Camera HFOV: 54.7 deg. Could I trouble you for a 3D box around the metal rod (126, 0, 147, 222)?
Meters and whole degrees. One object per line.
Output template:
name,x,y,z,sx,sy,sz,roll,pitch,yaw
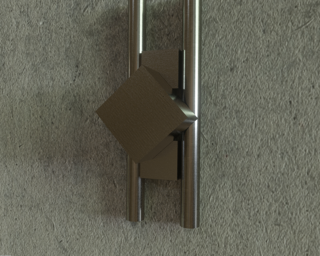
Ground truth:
metal rod,-0.032,-0.025,0.421,0.025,0.025,0.298,1,90,19

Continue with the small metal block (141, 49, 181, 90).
small metal block,0.004,-0.075,0.407,0.050,0.025,0.050,1,90,19

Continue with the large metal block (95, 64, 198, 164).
large metal block,-0.015,-0.015,0.373,0.080,0.050,0.080,-43,77,15

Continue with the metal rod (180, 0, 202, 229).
metal rod,0.040,-0.024,0.396,0.025,0.025,0.298,1,90,19

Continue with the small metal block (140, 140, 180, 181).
small metal block,0.002,0.041,0.407,0.050,0.025,0.050,1,90,19
